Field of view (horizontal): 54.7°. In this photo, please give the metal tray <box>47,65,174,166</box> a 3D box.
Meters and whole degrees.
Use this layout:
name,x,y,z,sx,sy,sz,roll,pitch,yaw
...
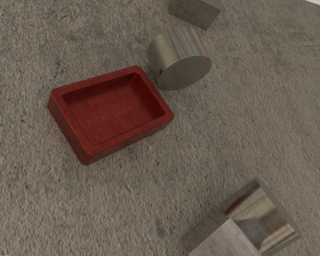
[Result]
name,x,y,z,sx,sy,sz,roll,pitch,yaw
metal tray,-0.057,-0.021,0.382,0.131,0.030,0.090,-25,76,-37

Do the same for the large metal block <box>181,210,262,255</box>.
name,x,y,z,sx,sy,sz,roll,pitch,yaw
large metal block,0.069,0.135,0.314,0.050,0.080,0.080,-39,83,-8

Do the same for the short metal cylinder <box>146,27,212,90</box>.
name,x,y,z,sx,sy,sz,roll,pitch,yaw
short metal cylinder,0.027,-0.097,0.442,0.081,0.080,0.050,-7,66,-31

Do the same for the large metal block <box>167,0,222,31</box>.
name,x,y,z,sx,sy,sz,roll,pitch,yaw
large metal block,0.064,-0.238,0.567,0.081,0.050,0.080,19,55,-18

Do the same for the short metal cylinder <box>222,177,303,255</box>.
name,x,y,z,sx,sy,sz,roll,pitch,yaw
short metal cylinder,0.118,0.105,0.362,0.080,0.050,0.080,47,14,-14
